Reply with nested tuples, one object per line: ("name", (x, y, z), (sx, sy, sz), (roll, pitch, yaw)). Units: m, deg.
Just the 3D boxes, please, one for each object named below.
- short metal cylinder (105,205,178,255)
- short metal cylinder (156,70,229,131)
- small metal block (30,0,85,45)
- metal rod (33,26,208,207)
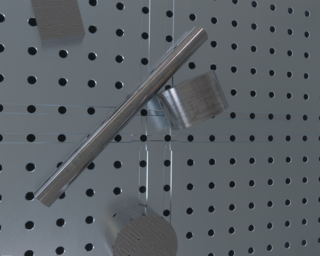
("short metal cylinder", (-0.025, 0.143, 0.391), (0.081, 0.050, 0.079), (0, 90, -20))
("short metal cylinder", (0.041, -0.036, 0.399), (0.081, 0.080, 0.050), (-26, 98, -18))
("small metal block", (-0.121, -0.130, 0.368), (0.050, 0.025, 0.050), (-15, 95, -20))
("metal rod", (-0.041, -0.024, 0.397), (0.025, 0.025, 0.301), (46, 76, -15))
